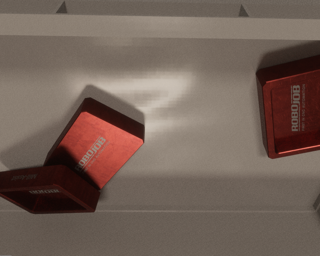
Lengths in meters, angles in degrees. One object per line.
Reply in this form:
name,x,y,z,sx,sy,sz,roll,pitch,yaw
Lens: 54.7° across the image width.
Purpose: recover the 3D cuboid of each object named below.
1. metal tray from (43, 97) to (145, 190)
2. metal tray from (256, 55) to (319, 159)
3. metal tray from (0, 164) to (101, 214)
metal tray,-0.092,0.028,0.428,0.090,0.030,0.129,28,125,-22
metal tray,0.175,-0.022,0.389,0.090,0.030,0.129,-13,129,10
metal tray,-0.166,0.094,0.454,0.130,0.030,0.090,-9,140,26
